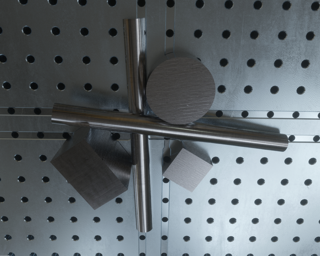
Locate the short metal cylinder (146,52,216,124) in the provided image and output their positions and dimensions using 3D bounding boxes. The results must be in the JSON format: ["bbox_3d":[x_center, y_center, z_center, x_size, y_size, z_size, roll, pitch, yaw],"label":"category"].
[{"bbox_3d":[0.024,-0.050,0.382,0.081,0.050,0.079,0,110,-1],"label":"short metal cylinder"}]

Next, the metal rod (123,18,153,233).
[{"bbox_3d":[-0.027,0.010,0.417,0.025,0.025,0.298,-2,110,0],"label":"metal rod"}]

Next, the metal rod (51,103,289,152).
[{"bbox_3d":[0.022,0.001,0.394,0.302,0.025,0.025,7,110,-11],"label":"metal rod"}]

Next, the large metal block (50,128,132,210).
[{"bbox_3d":[-0.082,0.042,0.397,0.050,0.080,0.080,-33,107,11],"label":"large metal block"}]

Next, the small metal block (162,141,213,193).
[{"bbox_3d":[0.038,0.054,0.435,0.050,0.025,0.050,32,107,-12],"label":"small metal block"}]
